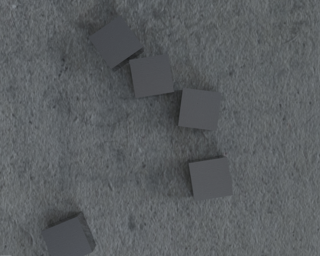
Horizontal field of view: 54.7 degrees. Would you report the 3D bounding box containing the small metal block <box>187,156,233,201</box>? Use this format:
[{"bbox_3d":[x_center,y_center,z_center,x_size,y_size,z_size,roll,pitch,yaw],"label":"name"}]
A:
[{"bbox_3d":[0.066,0.066,0.411,0.050,0.025,0.050,-9,90,-1],"label":"small metal block"}]

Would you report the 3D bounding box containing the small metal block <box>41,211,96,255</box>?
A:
[{"bbox_3d":[-0.120,0.146,0.409,0.050,0.025,0.050,-22,90,-1],"label":"small metal block"}]

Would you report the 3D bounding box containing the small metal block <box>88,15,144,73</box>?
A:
[{"bbox_3d":[-0.057,-0.110,0.409,0.050,0.025,0.050,-35,90,0],"label":"small metal block"}]

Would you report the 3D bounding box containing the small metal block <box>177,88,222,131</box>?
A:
[{"bbox_3d":[0.051,-0.024,0.411,0.050,0.025,0.050,7,90,-1],"label":"small metal block"}]

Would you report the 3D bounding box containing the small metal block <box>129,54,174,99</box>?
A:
[{"bbox_3d":[-0.011,-0.067,0.410,0.050,0.025,0.050,-9,90,-1],"label":"small metal block"}]
